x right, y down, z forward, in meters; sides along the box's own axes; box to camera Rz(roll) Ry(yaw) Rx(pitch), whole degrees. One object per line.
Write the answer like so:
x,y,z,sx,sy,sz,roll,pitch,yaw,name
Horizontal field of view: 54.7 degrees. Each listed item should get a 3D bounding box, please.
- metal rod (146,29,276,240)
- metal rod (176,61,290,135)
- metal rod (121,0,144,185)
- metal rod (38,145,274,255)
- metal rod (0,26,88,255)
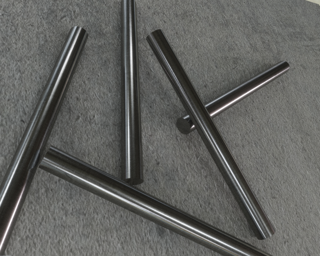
0.064,0.005,0.406,0.025,0.025,0.299,-25,84,-37,metal rod
0.136,-0.061,0.513,0.302,0.025,0.025,-29,78,-37,metal rod
-0.041,-0.069,0.423,0.025,0.025,0.299,10,58,-23,metal rod
0.014,0.100,0.340,0.301,0.025,0.025,29,52,-13,metal rod
-0.129,-0.006,0.337,0.025,0.025,0.300,20,54,-17,metal rod
